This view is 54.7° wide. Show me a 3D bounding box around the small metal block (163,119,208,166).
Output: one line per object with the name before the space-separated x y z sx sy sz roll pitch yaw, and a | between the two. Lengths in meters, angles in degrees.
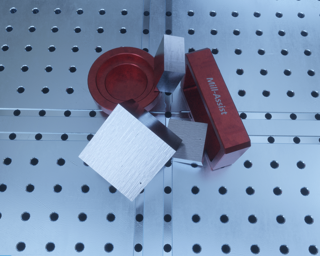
small metal block | 0.034 0.018 0.400 0.050 0.025 0.050 8 74 14

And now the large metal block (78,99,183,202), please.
large metal block | -0.033 0.024 0.365 0.080 0.050 0.080 40 106 2

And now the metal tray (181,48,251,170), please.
metal tray | 0.063 -0.021 0.386 0.030 0.090 0.130 -17 71 -6

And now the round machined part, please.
round machined part | -0.045 -0.058 0.423 0.099 0.042 0.098 0 70 -1

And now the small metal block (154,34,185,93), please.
small metal block | 0.011 -0.078 0.384 0.025 0.050 0.050 5 68 -13
